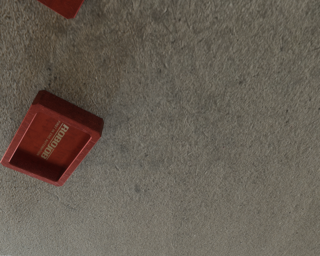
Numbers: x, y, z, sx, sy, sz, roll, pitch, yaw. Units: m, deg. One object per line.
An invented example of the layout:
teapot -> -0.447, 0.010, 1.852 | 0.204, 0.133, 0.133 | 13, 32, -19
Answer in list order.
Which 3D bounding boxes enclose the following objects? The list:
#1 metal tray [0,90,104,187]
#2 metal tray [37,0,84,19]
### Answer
metal tray -> -0.146, 0.020, 0.418 | 0.090, 0.030, 0.129 | 28, 125, -22
metal tray -> -0.111, -0.167, 0.260 | 0.131, 0.030, 0.090 | 28, 124, -23
